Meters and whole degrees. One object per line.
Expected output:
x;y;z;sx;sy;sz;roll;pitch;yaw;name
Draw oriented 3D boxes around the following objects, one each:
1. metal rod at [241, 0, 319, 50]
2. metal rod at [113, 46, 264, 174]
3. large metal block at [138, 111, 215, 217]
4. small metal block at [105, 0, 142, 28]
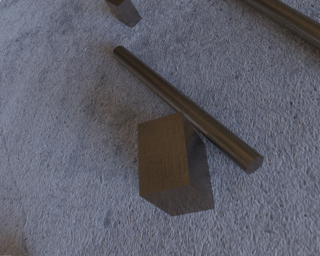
0.168;-0.143;0.402;0.025;0.025;0.300;-37;51;3;metal rod
0.017;-0.043;0.420;0.025;0.025;0.300;-44;51;-2;metal rod
0.018;0.042;0.333;0.050;0.080;0.080;-16;55;19;large metal block
-0.066;-0.212;0.550;0.025;0.050;0.050;-46;51;-3;small metal block
